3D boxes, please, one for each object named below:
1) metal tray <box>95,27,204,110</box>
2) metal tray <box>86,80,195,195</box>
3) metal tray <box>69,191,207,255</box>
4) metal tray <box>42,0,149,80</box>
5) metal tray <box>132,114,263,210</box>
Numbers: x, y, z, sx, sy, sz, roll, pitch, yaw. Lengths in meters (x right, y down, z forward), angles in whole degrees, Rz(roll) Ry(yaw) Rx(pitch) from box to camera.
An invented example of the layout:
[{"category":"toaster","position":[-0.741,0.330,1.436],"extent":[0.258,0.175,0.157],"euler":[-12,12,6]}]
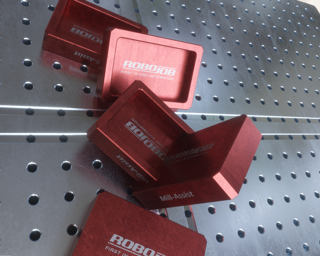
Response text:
[{"category":"metal tray","position":[-0.013,-0.075,0.410],"extent":[0.131,0.089,0.030],"euler":[3,16,-27]},{"category":"metal tray","position":[-0.008,0.017,0.364],"extent":[0.130,0.030,0.090],"euler":[43,51,-9]},{"category":"metal tray","position":[-0.021,0.132,0.314],"extent":[0.131,0.030,0.090],"euler":[28,52,-11]},{"category":"metal tray","position":[-0.086,-0.128,0.437],"extent":[0.131,0.030,0.090],"euler":[18,54,-18]},{"category":"metal tray","position":[0.037,0.040,0.336],"extent":[0.030,0.130,0.090],"euler":[50,49,-15]}]
